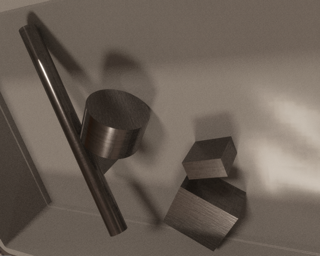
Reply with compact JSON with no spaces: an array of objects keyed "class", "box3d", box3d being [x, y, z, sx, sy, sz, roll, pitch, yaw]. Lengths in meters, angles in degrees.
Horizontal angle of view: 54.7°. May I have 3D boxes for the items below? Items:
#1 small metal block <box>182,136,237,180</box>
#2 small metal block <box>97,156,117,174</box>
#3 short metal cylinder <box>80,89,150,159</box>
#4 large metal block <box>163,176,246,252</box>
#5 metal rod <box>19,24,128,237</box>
[{"class":"small metal block","box3d":[0.062,0.037,0.382,0.050,0.050,0.025,-11,113,32]},{"class":"small metal block","box3d":[-0.087,0.035,0.458,0.025,0.050,0.050,8,122,24]},{"class":"short metal cylinder","box3d":[-0.058,-0.006,0.398,0.080,0.080,0.050,29,128,9]},{"class":"large metal block","box3d":[0.060,0.110,0.428,0.080,0.050,0.079,28,128,10]},{"class":"metal rod","box3d":[-0.116,0.002,0.415,0.025,0.025,0.299,-26,88,36]}]
